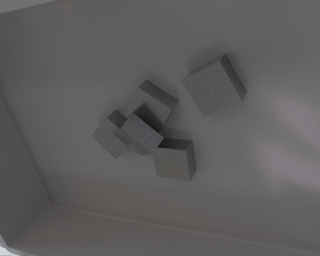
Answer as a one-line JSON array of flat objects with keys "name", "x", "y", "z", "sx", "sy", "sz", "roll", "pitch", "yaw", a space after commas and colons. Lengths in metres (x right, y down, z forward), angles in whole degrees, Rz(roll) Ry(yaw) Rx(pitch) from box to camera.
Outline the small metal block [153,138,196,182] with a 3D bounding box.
[{"name": "small metal block", "x": 0.020, "y": 0.043, "z": 0.425, "sx": 0.050, "sy": 0.025, "sz": 0.050, "roll": 4, "pitch": 121, "yaw": 26}]

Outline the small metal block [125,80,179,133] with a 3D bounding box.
[{"name": "small metal block", "x": -0.011, "y": -0.025, "z": 0.399, "sx": 0.050, "sy": 0.025, "sz": 0.050, "roll": 34, "pitch": 129, "yaw": 5}]

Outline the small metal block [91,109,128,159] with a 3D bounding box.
[{"name": "small metal block", "x": -0.063, "y": 0.010, "z": 0.448, "sx": 0.050, "sy": 0.025, "sz": 0.050, "roll": 44, "pitch": 129, "yaw": -3}]

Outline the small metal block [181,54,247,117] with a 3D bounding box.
[{"name": "small metal block", "x": 0.061, "y": -0.047, "z": 0.348, "sx": 0.050, "sy": 0.025, "sz": 0.050, "roll": -23, "pitch": 106, "yaw": 36}]

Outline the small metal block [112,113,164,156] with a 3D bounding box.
[{"name": "small metal block", "x": -0.030, "y": 0.010, "z": 0.402, "sx": 0.050, "sy": 0.025, "sz": 0.050, "roll": 39, "pitch": 161, "yaw": -11}]
